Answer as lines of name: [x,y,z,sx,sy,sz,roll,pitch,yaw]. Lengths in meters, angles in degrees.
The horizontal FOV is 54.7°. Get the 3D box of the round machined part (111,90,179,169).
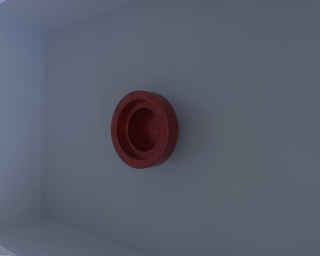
round machined part: [-0.015,0.002,0.401,0.098,0.042,0.097,0,90,39]
